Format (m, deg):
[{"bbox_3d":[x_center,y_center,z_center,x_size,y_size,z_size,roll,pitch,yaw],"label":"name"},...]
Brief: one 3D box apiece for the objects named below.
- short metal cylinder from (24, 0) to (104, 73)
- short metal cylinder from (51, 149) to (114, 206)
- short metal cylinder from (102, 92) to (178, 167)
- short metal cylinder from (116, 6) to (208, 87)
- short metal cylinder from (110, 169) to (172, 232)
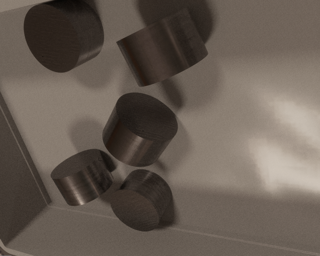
[{"bbox_3d":[-0.117,-0.115,0.381,0.080,0.050,0.079,13,124,20],"label":"short metal cylinder"},{"bbox_3d":[-0.119,0.075,0.480,0.080,0.080,0.050,-10,113,32],"label":"short metal cylinder"},{"bbox_3d":[-0.025,0.001,0.386,0.080,0.080,0.050,36,129,4],"label":"short metal cylinder"},{"bbox_3d":[0.002,-0.083,0.319,0.080,0.080,0.050,-15,111,34],"label":"short metal cylinder"},{"bbox_3d":[-0.028,0.110,0.474,0.080,0.050,0.079,13,124,20],"label":"short metal cylinder"}]
